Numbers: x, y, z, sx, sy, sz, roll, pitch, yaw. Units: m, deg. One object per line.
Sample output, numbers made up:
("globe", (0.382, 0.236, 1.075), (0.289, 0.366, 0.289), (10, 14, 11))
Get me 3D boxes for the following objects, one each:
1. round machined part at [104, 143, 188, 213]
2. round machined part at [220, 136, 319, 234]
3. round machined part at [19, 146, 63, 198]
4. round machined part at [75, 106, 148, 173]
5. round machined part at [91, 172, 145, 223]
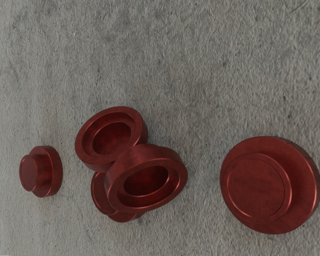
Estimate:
("round machined part", (-0.019, 0.057, 0.378), (0.097, 0.099, 0.042), (-55, 39, 26))
("round machined part", (0.103, 0.057, 0.309), (0.098, 0.042, 0.097), (0, 90, 40))
("round machined part", (-0.229, 0.083, 0.584), (0.098, 0.042, 0.097), (0, 90, 40))
("round machined part", (-0.062, 0.020, 0.423), (0.098, 0.042, 0.098), (-12, 47, 13))
("round machined part", (-0.062, 0.087, 0.445), (0.098, 0.042, 0.097), (0, 90, 40))
